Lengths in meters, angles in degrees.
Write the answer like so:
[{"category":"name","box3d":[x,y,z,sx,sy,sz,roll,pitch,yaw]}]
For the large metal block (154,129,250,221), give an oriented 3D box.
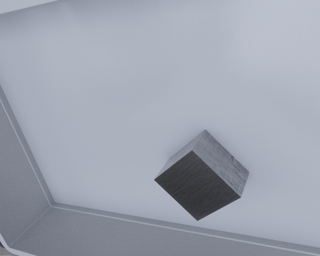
[{"category":"large metal block","box3d":[0.054,0.063,0.403,0.080,0.050,0.080,44,129,-3]}]
